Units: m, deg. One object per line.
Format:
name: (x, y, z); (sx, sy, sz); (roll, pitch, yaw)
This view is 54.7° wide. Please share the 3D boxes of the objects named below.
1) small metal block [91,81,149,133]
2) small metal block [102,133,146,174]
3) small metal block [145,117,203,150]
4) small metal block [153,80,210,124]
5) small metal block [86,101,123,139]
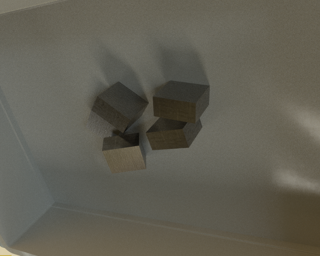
small metal block: (-0.051, -0.028, 0.402); (0.050, 0.050, 0.025); (36, 129, 4)
small metal block: (-0.049, 0.036, 0.437); (0.050, 0.025, 0.050); (-9, 133, 4)
small metal block: (0.018, 0.002, 0.384); (0.050, 0.050, 0.025); (-6, 115, 31)
small metal block: (0.026, -0.032, 0.359); (0.050, 0.050, 0.025); (11, 123, 22)
small metal block: (-0.073, -0.011, 0.440); (0.050, 0.025, 0.050); (33, 129, 6)
